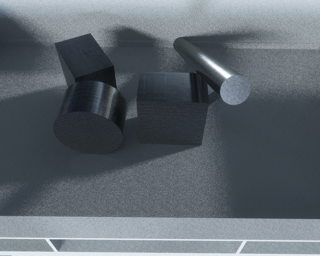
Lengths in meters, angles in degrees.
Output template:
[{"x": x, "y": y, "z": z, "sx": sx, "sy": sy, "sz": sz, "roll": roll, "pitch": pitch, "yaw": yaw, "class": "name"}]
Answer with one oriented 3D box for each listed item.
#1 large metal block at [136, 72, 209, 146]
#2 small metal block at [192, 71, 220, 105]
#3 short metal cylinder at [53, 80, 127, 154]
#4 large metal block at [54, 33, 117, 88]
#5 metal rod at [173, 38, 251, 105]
[{"x": 0.015, "y": -0.023, "z": 0.389, "sx": 0.081, "sy": 0.080, "sz": 0.050, "roll": 2, "pitch": 50, "yaw": 1, "class": "large metal block"}, {"x": 0.055, "y": -0.055, "z": 0.452, "sx": 0.050, "sy": 0.025, "sz": 0.050, "roll": -35, "pitch": 59, "yaw": -26, "class": "small metal block"}, {"x": -0.083, "y": -0.011, "z": 0.378, "sx": 0.081, "sy": 0.080, "sz": 0.050, "roll": 2, "pitch": 50, "yaw": 1, "class": "short metal cylinder"}, {"x": -0.099, "y": -0.069, "z": 0.426, "sx": 0.050, "sy": 0.080, "sz": 0.080, "roll": -23, "pitch": 54, "yaw": -18, "class": "large metal block"}, {"x": 0.048, "y": -0.086, "z": 0.389, "sx": 0.025, "sy": 0.025, "sz": 0.300, "roll": -4, "pitch": 22, "yaw": -4, "class": "metal rod"}]
